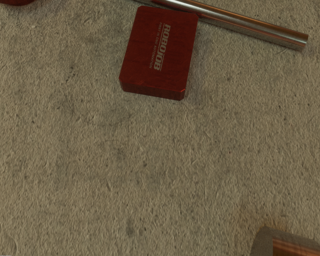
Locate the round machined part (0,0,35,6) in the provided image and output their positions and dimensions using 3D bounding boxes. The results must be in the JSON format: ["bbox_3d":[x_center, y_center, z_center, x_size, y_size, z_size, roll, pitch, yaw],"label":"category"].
[{"bbox_3d":[-0.225,-0.231,0.482,0.099,0.042,0.098,0,70,0],"label":"round machined part"}]

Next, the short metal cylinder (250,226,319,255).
[{"bbox_3d":[0.129,0.150,0.325,0.050,0.080,0.080,15,71,5],"label":"short metal cylinder"}]

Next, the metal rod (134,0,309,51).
[{"bbox_3d":[0.071,-0.175,0.472,0.301,0.025,0.025,20,71,7],"label":"metal rod"}]

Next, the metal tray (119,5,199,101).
[{"bbox_3d":[0.000,-0.109,0.446,0.090,0.030,0.130,10,70,3],"label":"metal tray"}]
